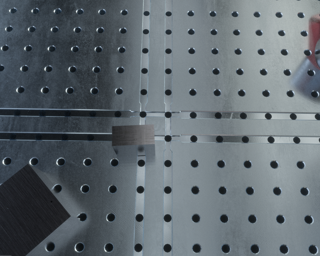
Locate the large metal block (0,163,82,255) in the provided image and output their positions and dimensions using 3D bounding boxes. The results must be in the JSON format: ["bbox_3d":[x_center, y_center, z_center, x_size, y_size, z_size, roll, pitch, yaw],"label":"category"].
[{"bbox_3d":[-0.154,0.102,0.359,0.080,0.050,0.080,-41,75,-14],"label":"large metal block"}]

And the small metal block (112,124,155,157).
[{"bbox_3d":[-0.032,0.017,0.392,0.050,0.050,0.025,-3,70,-1],"label":"small metal block"}]

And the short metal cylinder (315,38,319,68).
[{"bbox_3d":[0.261,-0.108,0.423,0.080,0.050,0.079,2,97,15],"label":"short metal cylinder"}]
